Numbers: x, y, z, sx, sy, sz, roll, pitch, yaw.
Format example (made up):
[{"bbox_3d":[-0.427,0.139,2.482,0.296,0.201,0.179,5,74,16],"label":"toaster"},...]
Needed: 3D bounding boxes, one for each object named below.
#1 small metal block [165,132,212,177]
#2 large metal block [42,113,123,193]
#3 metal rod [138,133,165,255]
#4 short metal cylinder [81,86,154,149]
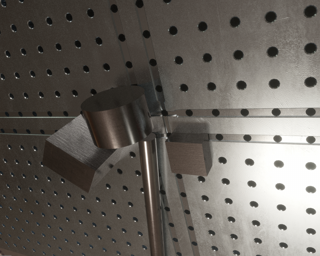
[{"bbox_3d":[0.039,0.034,0.411,0.050,0.025,0.050,2,120,27],"label":"small metal block"},{"bbox_3d":[-0.109,0.034,0.452,0.080,0.080,0.050,31,128,8],"label":"large metal block"},{"bbox_3d":[-0.010,0.140,0.501,0.025,0.025,0.298,10,123,22],"label":"metal rod"},{"bbox_3d":[-0.053,-0.016,0.392,0.080,0.080,0.050,1,119,27],"label":"short metal cylinder"}]
